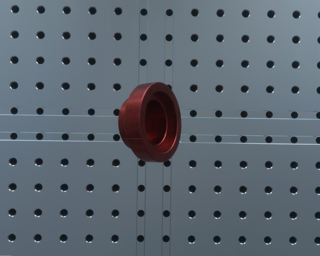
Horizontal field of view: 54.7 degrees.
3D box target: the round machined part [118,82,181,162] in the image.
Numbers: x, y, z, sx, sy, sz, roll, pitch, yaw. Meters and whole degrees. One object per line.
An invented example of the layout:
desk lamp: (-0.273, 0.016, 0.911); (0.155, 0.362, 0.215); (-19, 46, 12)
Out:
round machined part: (-0.015, -0.006, 0.385); (0.042, 0.099, 0.097); (-2, 90, 31)
